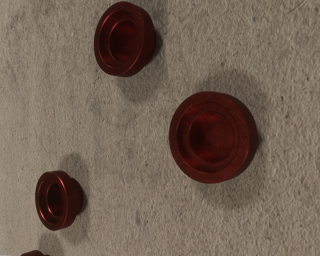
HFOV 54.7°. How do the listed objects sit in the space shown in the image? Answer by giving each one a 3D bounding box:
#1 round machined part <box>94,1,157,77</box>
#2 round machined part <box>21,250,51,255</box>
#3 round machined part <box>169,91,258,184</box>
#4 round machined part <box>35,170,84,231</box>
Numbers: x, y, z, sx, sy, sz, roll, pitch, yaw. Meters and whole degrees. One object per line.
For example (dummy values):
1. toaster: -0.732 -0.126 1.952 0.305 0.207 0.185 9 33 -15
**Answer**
1. round machined part: -0.044 -0.119 0.428 0.098 0.042 0.097 0 90 39
2. round machined part: -0.223 0.276 0.575 0.098 0.042 0.097 0 90 39
3. round machined part: 0.061 0.010 0.342 0.098 0.042 0.097 0 90 39
4. round machined part: -0.169 0.121 0.530 0.098 0.042 0.097 0 90 39
